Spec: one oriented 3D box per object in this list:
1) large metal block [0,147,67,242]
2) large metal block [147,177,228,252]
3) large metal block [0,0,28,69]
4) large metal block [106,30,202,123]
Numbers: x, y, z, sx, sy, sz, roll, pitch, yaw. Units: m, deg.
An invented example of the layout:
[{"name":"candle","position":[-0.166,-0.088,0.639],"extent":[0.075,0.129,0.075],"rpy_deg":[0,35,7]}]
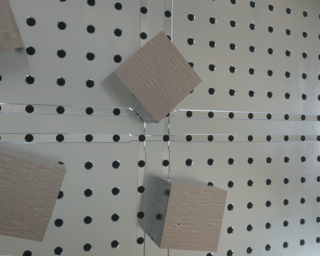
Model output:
[{"name":"large metal block","position":[-0.157,0.070,0.342],"extent":[0.081,0.050,0.080],"rpy_deg":[19,84,-20]},{"name":"large metal block","position":[0.036,0.114,0.414],"extent":[0.081,0.050,0.080],"rpy_deg":[12,86,-20]},{"name":"large metal block","position":[-0.176,-0.108,0.318],"extent":[0.050,0.080,0.080],"rpy_deg":[-19,97,-19]},{"name":"large metal block","position":[-0.008,-0.062,0.397],"extent":[0.080,0.050,0.080],"rpy_deg":[-45,104,-15]}]
